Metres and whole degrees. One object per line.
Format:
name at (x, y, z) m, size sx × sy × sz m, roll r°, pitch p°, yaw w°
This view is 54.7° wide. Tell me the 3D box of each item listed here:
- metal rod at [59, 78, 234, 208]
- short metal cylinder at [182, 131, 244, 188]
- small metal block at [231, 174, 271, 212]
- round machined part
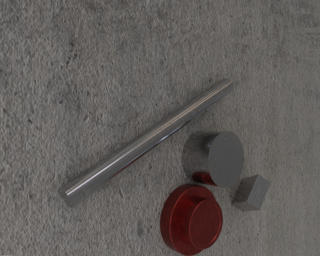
metal rod at (0.004, 0.003, 0.408) m, size 0.302 × 0.025 × 0.025 m, roll -35°, pitch 112°, yaw -35°
short metal cylinder at (0.078, 0.044, 0.454) m, size 0.081 × 0.050 × 0.079 m, roll 0°, pitch 90°, yaw -40°
small metal block at (0.149, 0.108, 0.510) m, size 0.025 × 0.050 × 0.050 m, roll 34°, pitch 66°, yaw -4°
round machined part at (0.051, 0.130, 0.437) m, size 0.099 × 0.042 × 0.097 m, roll 0°, pitch 90°, yaw -40°
